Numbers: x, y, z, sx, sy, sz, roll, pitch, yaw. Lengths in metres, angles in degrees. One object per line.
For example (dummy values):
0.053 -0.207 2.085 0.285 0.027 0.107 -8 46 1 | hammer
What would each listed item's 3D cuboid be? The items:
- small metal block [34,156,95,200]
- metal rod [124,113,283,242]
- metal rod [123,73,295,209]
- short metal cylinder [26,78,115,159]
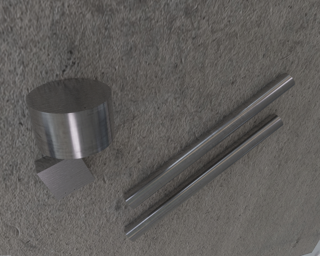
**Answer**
-0.115 0.052 0.377 0.050 0.025 0.050 -29 128 -10 | small metal block
0.071 0.077 0.493 0.301 0.025 0.025 -37 129 -4 | metal rod
0.074 0.017 0.458 0.301 0.025 0.025 -37 129 -4 | metal rod
-0.088 -0.012 0.316 0.081 0.080 0.050 -13 124 -21 | short metal cylinder
